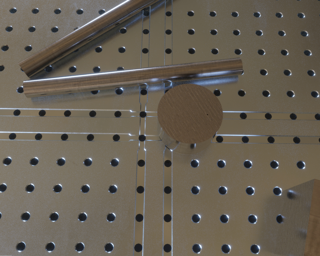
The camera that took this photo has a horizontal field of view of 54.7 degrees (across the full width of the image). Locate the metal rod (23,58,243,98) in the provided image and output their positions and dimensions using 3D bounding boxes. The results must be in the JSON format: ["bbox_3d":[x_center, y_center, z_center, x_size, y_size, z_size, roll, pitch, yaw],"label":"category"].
[{"bbox_3d":[-0.035,-0.071,0.437,0.302,0.025,0.025,-7,70,-3],"label":"metal rod"}]

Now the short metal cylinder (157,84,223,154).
[{"bbox_3d":[0.037,-0.011,0.403,0.081,0.050,0.080,0,70,-1],"label":"short metal cylinder"}]

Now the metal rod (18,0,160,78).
[{"bbox_3d":[-0.073,-0.166,0.471,0.301,0.025,0.025,-35,74,-12],"label":"metal rod"}]

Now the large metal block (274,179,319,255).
[{"bbox_3d":[0.173,0.109,0.345,0.050,0.080,0.080,16,71,5],"label":"large metal block"}]
